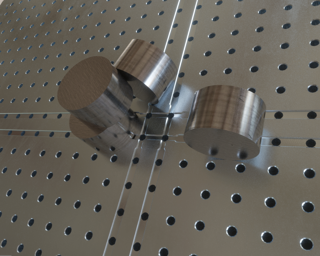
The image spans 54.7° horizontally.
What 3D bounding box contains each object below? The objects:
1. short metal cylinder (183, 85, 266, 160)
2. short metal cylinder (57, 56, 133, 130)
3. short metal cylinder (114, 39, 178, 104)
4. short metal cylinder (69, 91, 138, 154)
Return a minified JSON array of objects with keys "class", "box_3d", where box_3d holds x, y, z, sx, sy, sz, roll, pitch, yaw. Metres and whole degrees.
[{"class":"short metal cylinder","box_3d":[0.071,-0.003,0.337,0.080,0.080,0.050,3,63,29]},{"class":"short metal cylinder","box_3d":[-0.082,-0.044,0.396,0.080,0.050,0.080,-13,57,21]},{"class":"short metal cylinder","box_3d":[-0.023,-0.077,0.431,0.080,0.080,0.050,23,74,36]},{"class":"short metal cylinder","box_3d":[-0.079,-0.010,0.438,0.080,0.050,0.080,-13,56,21]}]
